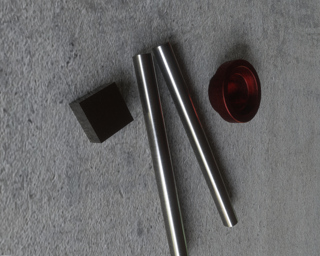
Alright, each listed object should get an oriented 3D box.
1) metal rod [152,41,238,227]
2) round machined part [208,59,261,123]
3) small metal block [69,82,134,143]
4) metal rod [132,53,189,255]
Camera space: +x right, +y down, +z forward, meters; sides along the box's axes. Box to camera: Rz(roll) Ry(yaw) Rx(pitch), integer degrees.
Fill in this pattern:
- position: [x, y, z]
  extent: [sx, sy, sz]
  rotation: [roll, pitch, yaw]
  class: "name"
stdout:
- position: [0.057, 0.021, 0.452]
  extent: [0.025, 0.025, 0.299]
  rotation: [-37, 113, -34]
  class: "metal rod"
- position: [0.114, -0.056, 0.489]
  extent: [0.099, 0.042, 0.097]
  rotation: [0, 90, -40]
  class: "round machined part"
- position: [-0.065, -0.018, 0.350]
  extent: [0.050, 0.025, 0.050]
  rotation: [-39, 114, -33]
  class: "small metal block"
- position: [0.005, 0.054, 0.408]
  extent: [0.025, 0.025, 0.298]
  rotation: [-18, 101, -39]
  class: "metal rod"
